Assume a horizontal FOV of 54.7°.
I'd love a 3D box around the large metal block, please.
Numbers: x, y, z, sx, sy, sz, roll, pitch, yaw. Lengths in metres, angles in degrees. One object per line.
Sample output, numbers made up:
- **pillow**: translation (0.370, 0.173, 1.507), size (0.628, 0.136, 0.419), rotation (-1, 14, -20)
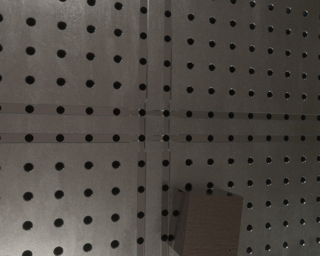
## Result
- **large metal block**: translation (0.062, 0.127, 0.424), size (0.081, 0.050, 0.080), rotation (8, 88, -20)
